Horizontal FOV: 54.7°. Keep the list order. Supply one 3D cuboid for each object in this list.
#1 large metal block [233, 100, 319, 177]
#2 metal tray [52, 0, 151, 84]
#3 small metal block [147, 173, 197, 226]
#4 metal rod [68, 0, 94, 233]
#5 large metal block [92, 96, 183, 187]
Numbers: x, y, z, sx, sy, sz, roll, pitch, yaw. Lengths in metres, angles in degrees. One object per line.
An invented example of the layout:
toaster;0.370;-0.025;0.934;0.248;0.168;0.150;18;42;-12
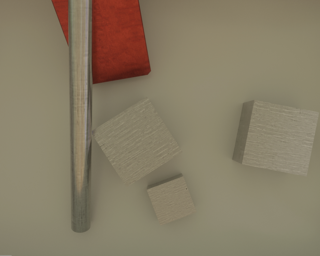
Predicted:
large metal block;0.146;0.012;0.401;0.080;0.050;0.080;11;90;-1
metal tray;-0.065;-0.118;0.368;0.091;0.030;0.129;-10;133;0
small metal block;0.015;0.094;0.412;0.050;0.025;0.050;-20;90;-1
metal rod;-0.091;-0.007;0.358;0.025;0.025;0.298;5;111;-1
large metal block;-0.028;0.017;0.399;0.080;0.050;0.080;-33;90;0
